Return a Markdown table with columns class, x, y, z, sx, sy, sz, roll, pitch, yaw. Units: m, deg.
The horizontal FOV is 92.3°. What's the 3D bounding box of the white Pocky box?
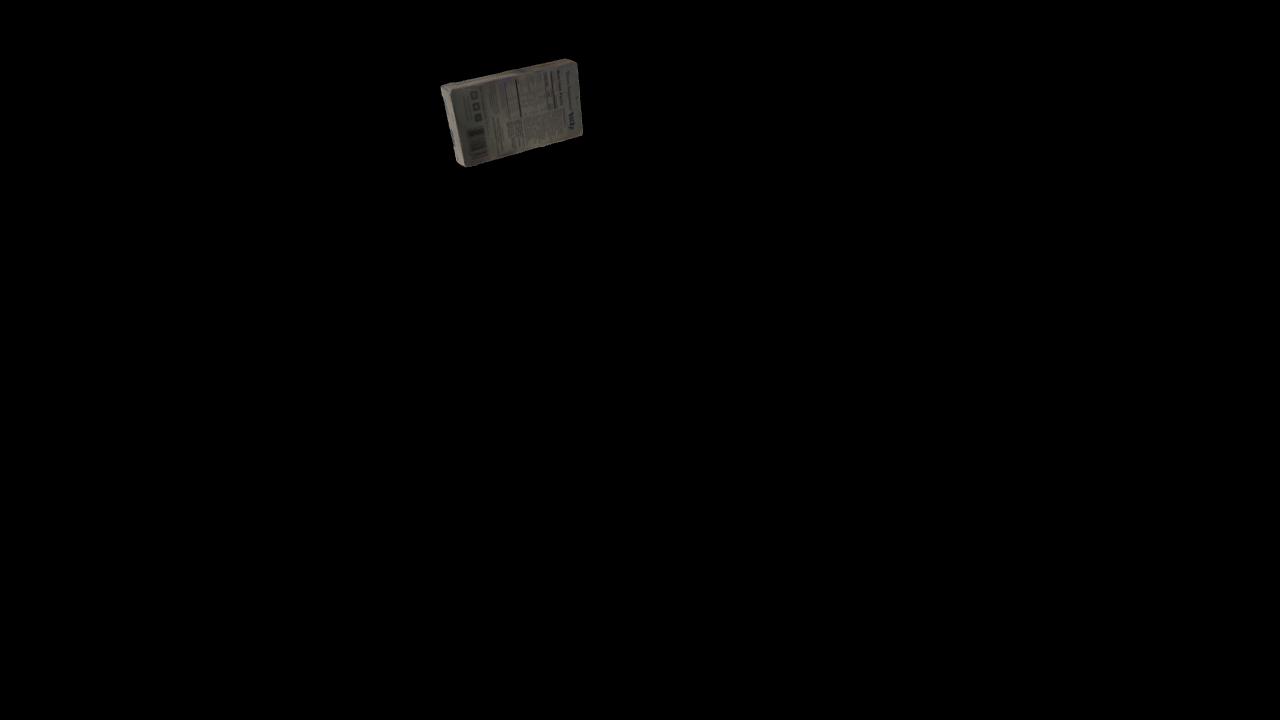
| class | x | y | z | sx | sy | sz | roll | pitch | yaw |
| --- | --- | --- | --- | --- | --- | --- | --- | --- | --- |
| white Pocky box | -0.134 | -0.272 | 0.674 | 0.154 | 0.084 | 0.028 | -27 | 46 | -28 |
